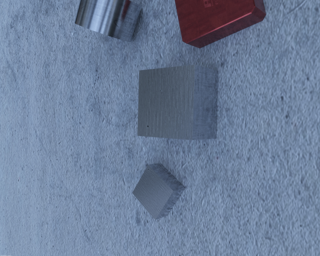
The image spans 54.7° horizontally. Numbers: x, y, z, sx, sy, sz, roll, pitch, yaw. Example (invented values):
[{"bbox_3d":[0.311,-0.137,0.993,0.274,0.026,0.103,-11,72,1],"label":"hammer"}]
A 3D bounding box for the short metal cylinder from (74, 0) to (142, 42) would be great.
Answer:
[{"bbox_3d":[-0.071,-0.156,0.426,0.080,0.081,0.050,31,109,35],"label":"short metal cylinder"}]

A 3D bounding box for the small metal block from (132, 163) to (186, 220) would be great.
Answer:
[{"bbox_3d":[-0.003,0.082,0.405,0.050,0.025,0.050,43,115,31],"label":"small metal block"}]

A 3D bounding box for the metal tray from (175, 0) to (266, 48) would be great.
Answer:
[{"bbox_3d":[0.059,-0.169,0.352,0.090,0.030,0.129,-16,80,38],"label":"metal tray"}]

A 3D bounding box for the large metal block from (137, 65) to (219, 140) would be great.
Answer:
[{"bbox_3d":[0.021,-0.029,0.370,0.080,0.050,0.079,3,92,39],"label":"large metal block"}]
